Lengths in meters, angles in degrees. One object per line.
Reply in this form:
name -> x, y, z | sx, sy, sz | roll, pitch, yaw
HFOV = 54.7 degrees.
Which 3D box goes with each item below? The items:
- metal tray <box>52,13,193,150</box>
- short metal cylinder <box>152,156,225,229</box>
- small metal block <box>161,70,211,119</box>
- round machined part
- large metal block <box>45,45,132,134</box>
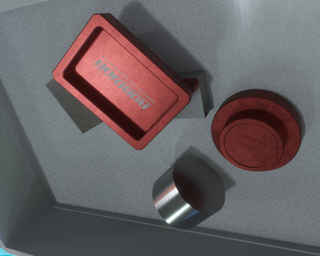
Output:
metal tray -> -0.040, -0.049, 0.341 | 0.130, 0.030, 0.090 | 42, 113, -6
short metal cylinder -> 0.037, 0.084, 0.404 | 0.080, 0.080, 0.050 | 41, 129, 0
small metal block -> 0.030, -0.039, 0.368 | 0.050, 0.025, 0.050 | 0, 119, 27
round machined part -> 0.105, 0.010, 0.348 | 0.098, 0.042, 0.097 | 13, 124, 20
large metal block -> -0.087, -0.050, 0.406 | 0.080, 0.050, 0.080 | -26, 104, 37
